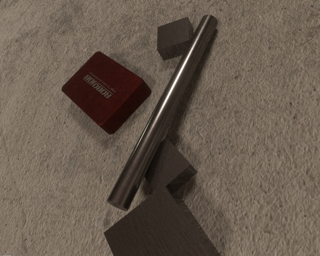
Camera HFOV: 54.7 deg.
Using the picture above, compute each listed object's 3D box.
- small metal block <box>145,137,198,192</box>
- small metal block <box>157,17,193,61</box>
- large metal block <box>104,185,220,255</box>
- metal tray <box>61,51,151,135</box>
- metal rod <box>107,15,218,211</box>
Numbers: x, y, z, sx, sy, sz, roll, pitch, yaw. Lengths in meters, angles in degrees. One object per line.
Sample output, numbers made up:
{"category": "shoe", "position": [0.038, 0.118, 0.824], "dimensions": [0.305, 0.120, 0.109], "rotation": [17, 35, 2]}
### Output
{"category": "small metal block", "position": [0.007, 0.048, 0.369], "dimensions": [0.050, 0.025, 0.050], "rotation": [-42, 51, -1]}
{"category": "small metal block", "position": [0.024, -0.136, 0.474], "dimensions": [0.050, 0.025, 0.050], "rotation": [-12, 57, 21]}
{"category": "large metal block", "position": [0.003, 0.119, 0.312], "dimensions": [0.080, 0.050, 0.080], "rotation": [-39, 51, 1]}
{"category": "metal tray", "position": [-0.086, -0.059, 0.480], "dimensions": [0.090, 0.030, 0.130], "rotation": [-48, 52, -6]}
{"category": "metal rod", "position": [0.014, -0.038, 0.396], "dimensions": [0.025, 0.025, 0.300], "rotation": [9, 59, 32]}
